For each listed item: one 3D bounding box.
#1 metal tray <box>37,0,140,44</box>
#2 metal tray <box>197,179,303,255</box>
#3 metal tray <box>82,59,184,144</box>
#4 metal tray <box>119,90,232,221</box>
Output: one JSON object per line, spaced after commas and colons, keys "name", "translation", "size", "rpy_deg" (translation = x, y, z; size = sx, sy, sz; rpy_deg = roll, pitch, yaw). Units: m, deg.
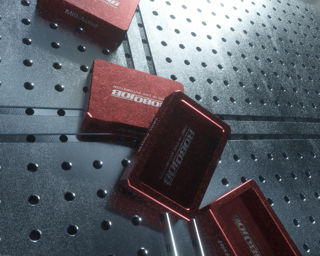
{"name": "metal tray", "translation": [-0.103, -0.192, 0.467], "size": [0.131, 0.030, 0.090], "rpy_deg": [23, 53, -15]}
{"name": "metal tray", "translation": [0.115, 0.140, 0.383], "size": [0.091, 0.030, 0.130], "rpy_deg": [-19, 72, -36]}
{"name": "metal tray", "translation": [-0.030, -0.032, 0.410], "size": [0.131, 0.030, 0.090], "rpy_deg": [12, 57, -22]}
{"name": "metal tray", "translation": [0.023, 0.032, 0.371], "size": [0.090, 0.030, 0.130], "rpy_deg": [34, 67, -14]}
